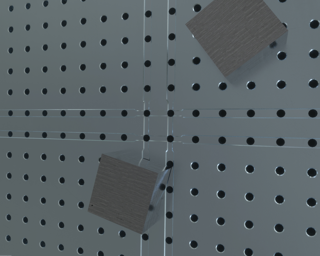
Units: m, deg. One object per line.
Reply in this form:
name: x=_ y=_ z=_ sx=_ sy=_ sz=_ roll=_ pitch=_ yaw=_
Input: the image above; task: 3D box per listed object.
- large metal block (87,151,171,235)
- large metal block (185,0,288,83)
large metal block: x=-0.040 y=0.082 z=0.414 sx=0.080 sy=0.050 sz=0.080 roll=17 pitch=96 yaw=19
large metal block: x=0.091 y=-0.112 z=0.367 sx=0.080 sy=0.050 sz=0.080 roll=-37 pitch=78 yaw=16
